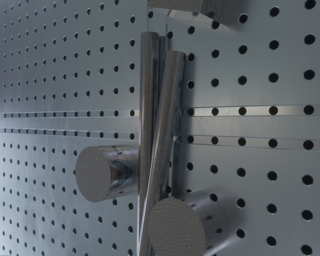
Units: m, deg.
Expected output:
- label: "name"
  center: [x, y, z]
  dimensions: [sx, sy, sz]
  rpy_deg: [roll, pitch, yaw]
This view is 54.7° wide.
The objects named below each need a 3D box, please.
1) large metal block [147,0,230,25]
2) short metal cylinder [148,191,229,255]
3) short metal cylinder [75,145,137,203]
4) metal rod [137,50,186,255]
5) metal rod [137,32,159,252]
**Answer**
- label: "large metal block"
  center: [0.039, -0.172, 0.361]
  dimensions: [0.080, 0.050, 0.079]
  rpy_deg: [24, 105, 37]
- label: "short metal cylinder"
  center: [0.033, 0.118, 0.366]
  dimensions: [0.080, 0.050, 0.079]
  rpy_deg: [0, 90, 40]
- label: "short metal cylinder"
  center: [-0.081, 0.066, 0.460]
  dimensions: [0.080, 0.050, 0.079]
  rpy_deg: [0, 90, 40]
- label: "metal rod"
  center: [-0.001, 0.052, 0.396]
  dimensions: [0.025, 0.025, 0.298]
  rpy_deg: [9, 92, 39]
- label: "metal rod"
  center: [-0.016, 0.022, 0.422]
  dimensions: [0.025, 0.025, 0.298]
  rpy_deg: [2, 91, 40]
